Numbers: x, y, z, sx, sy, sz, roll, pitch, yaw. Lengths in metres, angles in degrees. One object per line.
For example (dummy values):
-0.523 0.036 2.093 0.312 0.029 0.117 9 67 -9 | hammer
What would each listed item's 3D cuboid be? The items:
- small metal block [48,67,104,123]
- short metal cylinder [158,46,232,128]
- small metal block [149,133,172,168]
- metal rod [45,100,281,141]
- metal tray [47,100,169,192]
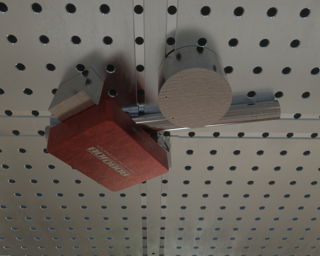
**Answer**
-0.096 -0.038 0.361 0.050 0.050 0.025 -25 126 19 | small metal block
0.038 -0.046 0.356 0.081 0.050 0.079 0 130 0 | short metal cylinder
-0.017 0.038 0.442 0.050 0.025 0.050 -18 128 14 | small metal block
0.000 -0.007 0.406 0.302 0.025 0.025 -6 130 4 | metal rod
-0.059 0.029 0.382 0.090 0.030 0.130 -24 138 19 | metal tray
